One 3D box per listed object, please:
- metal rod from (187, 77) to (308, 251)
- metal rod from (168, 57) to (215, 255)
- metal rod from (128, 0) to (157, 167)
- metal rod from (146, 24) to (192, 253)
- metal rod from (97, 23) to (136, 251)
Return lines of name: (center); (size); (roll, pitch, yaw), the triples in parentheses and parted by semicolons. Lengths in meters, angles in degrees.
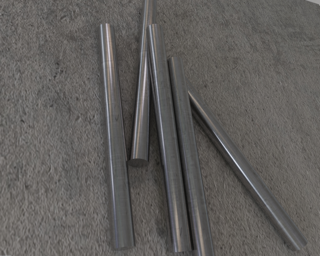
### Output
metal rod: (0.100, 0.034, 0.436); (0.025, 0.025, 0.299); (-26, 76, -37)
metal rod: (0.036, 0.042, 0.382); (0.025, 0.025, 0.299); (5, 64, -26)
metal rod: (-0.021, -0.086, 0.444); (0.025, 0.025, 0.300); (15, 56, -20)
metal rod: (0.007, -0.004, 0.390); (0.025, 0.025, 0.299); (5, 65, -26)
metal rod: (-0.057, -0.011, 0.379); (0.025, 0.025, 0.299); (5, 59, -26)
